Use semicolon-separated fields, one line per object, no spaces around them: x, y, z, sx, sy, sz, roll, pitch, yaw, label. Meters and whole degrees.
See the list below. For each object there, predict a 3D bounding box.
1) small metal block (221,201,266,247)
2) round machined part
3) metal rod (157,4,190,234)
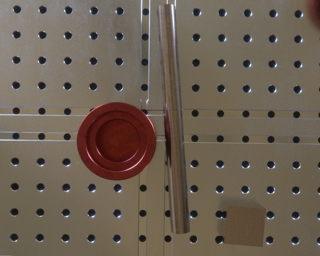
0.111;0.128;0.414;0.050;0.025;0.050;5;90;0;small metal block
-0.054;0.016;0.404;0.099;0.042;0.097;0;90;0;round machined part
0.018;-0.012;0.413;0.025;0.025;0.298;-4;90;0;metal rod
